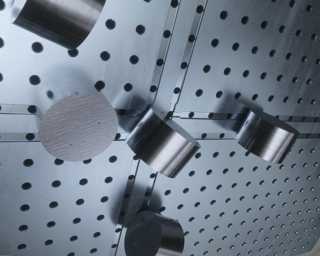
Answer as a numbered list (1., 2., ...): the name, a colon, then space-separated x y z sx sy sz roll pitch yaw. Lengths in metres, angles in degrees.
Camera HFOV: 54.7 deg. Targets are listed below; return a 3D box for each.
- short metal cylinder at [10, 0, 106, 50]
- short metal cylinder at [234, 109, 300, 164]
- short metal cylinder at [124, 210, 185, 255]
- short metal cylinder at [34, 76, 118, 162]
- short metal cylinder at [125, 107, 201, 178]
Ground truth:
1. short metal cylinder: -0.084 -0.113 0.260 0.050 0.080 0.080 21 107 -36
2. short metal cylinder: 0.161 0.011 0.470 0.081 0.080 0.050 12 112 -33
3. short metal cylinder: -0.009 0.173 0.478 0.050 0.080 0.080 31 101 -38
4. short metal cylinder: -0.092 -0.010 0.338 0.081 0.050 0.079 -14 124 -21
5. short metal cylinder: 0.004 0.017 0.389 0.080 0.080 0.050 32 100 -38
